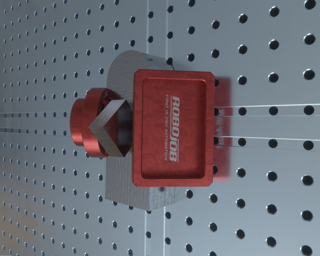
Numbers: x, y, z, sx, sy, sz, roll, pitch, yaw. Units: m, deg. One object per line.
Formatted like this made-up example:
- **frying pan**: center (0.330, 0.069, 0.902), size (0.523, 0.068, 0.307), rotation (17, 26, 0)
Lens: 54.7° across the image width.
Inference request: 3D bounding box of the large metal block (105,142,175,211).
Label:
- **large metal block**: center (-0.027, 0.058, 0.415), size (0.080, 0.050, 0.079), rotation (3, 92, 40)

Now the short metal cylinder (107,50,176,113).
- **short metal cylinder**: center (-0.025, -0.059, 0.413), size (0.080, 0.050, 0.080), rotation (0, 90, 40)

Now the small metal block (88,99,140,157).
- **small metal block**: center (-0.052, 0.000, 0.381), size (0.025, 0.050, 0.050), rotation (0, 132, 37)

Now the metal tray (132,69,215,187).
- **metal tray**: center (0.014, 0.001, 0.357), size (0.030, 0.091, 0.129), rotation (-174, 85, -83)

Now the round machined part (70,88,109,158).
- **round machined part**: center (-0.093, -0.007, 0.433), size (0.042, 0.098, 0.097), rotation (1, 91, 7)
